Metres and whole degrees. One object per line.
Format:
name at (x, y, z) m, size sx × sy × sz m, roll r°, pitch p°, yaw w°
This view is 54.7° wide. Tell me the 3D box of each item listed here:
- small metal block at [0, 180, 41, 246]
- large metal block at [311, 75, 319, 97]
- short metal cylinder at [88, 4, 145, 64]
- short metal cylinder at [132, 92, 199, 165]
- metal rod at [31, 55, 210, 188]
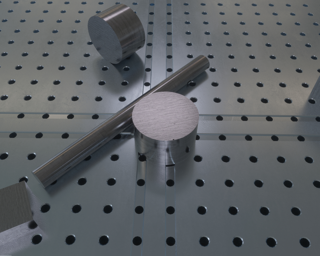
small metal block at (-0.162, 0.091, 0.330) m, size 0.050 × 0.025 × 0.050 m, roll -20°, pitch 53°, yaw -16°
large metal block at (0.274, -0.065, 0.429) m, size 0.050 × 0.080 × 0.080 m, roll -26°, pitch 55°, yaw -20°
short metal cylinder at (-0.070, -0.151, 0.498) m, size 0.080 × 0.080 × 0.050 m, roll 35°, pitch 58°, yaw 25°
short metal cylinder at (0.007, 0.000, 0.392) m, size 0.081 × 0.050 × 0.080 m, roll 0°, pitch 50°, yaw 0°
metal rod at (-0.035, -0.023, 0.426) m, size 0.025 × 0.025 × 0.302 m, roll 37°, pitch 59°, yaw 26°
